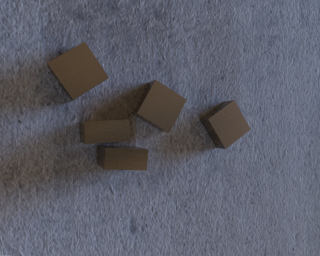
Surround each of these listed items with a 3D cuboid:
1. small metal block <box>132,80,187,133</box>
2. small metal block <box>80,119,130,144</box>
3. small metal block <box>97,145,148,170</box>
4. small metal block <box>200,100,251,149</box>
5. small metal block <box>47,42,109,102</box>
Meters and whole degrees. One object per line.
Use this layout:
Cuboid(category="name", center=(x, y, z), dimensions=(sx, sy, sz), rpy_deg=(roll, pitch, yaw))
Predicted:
Cuboid(category="small metal block", center=(-0.001, -0.028, 0.410), dimensions=(0.050, 0.025, 0.050), rpy_deg=(31, 80, -18))
Cuboid(category="small metal block", center=(-0.068, 0.004, 0.371), dimensions=(0.050, 0.050, 0.025), rpy_deg=(-3, 92, -20))
Cuboid(category="small metal block", center=(-0.047, 0.036, 0.379), dimensions=(0.050, 0.050, 0.025), rpy_deg=(4, 89, -20))
Cuboid(category="small metal block", center=(0.094, -0.005, 0.445), dimensions=(0.050, 0.025, 0.050), rpy_deg=(-35, 102, -17))
Cuboid(category="small metal block", center=(-0.099, -0.067, 0.373), dimensions=(0.050, 0.025, 0.050), rpy_deg=(-36, 102, -17))
